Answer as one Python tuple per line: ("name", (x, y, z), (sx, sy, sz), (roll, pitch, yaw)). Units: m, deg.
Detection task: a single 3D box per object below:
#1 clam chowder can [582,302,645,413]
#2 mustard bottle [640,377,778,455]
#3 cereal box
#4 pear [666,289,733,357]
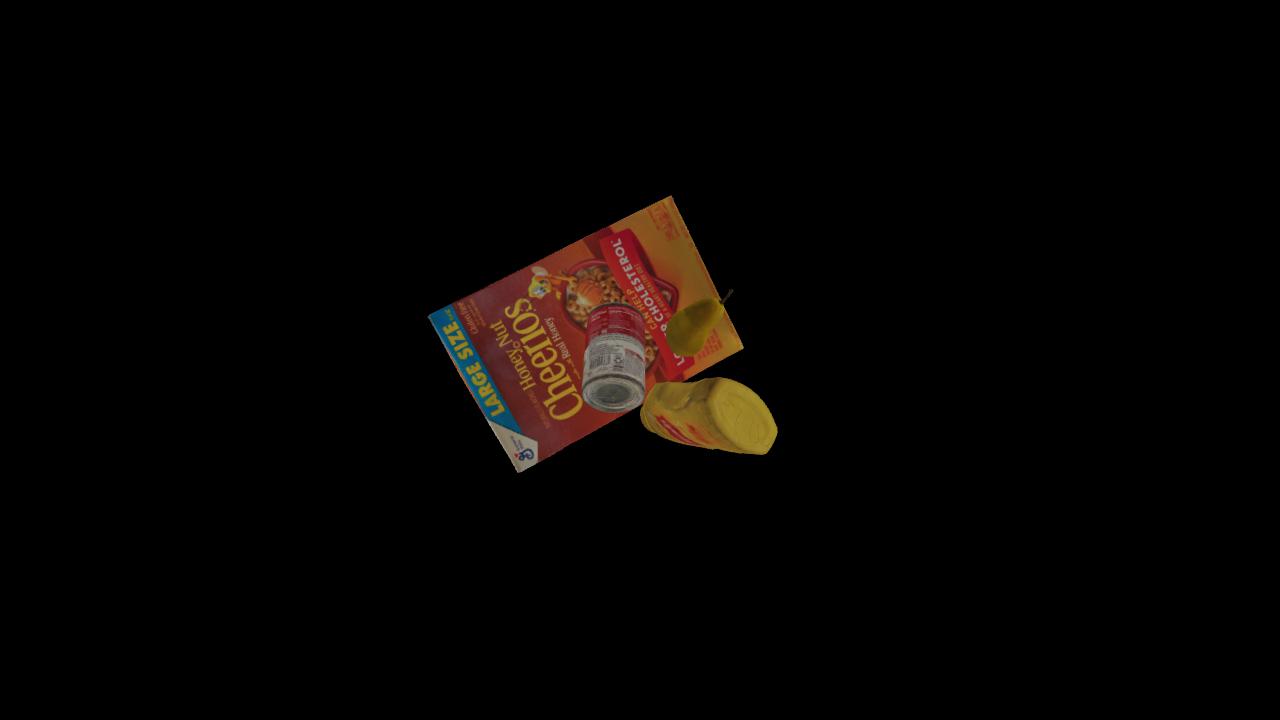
("clam chowder can", (-0.027, -0.003, 0.663), (0.068, 0.102, 0.068), (0, -38, 0))
("mustard bottle", (0.053, 0.058, 0.644), (0.092, 0.054, 0.184), (36, -20, -23))
("cereal box", (-0.057, -0.032, 0.720), (0.306, 0.203, 0.081), (-28, 9, -10))
("pear", (0.065, -0.043, 0.720), (0.111, 0.080, 0.080), (-29, -19, 38))
